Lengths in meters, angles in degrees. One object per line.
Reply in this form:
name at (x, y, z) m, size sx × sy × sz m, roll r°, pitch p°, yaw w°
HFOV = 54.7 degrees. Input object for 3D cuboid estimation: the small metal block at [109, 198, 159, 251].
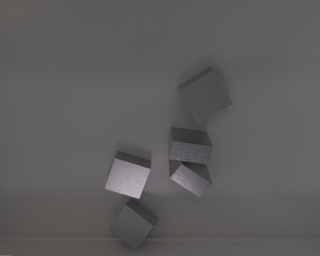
small metal block at (-0.038, 0.141, 0.454) m, size 0.050 × 0.025 × 0.050 m, roll 35°, pitch 107°, yaw 10°

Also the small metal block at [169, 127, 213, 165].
small metal block at (0.038, 0.022, 0.406) m, size 0.050 × 0.050 × 0.025 m, roll 8°, pitch 110°, yaw -3°

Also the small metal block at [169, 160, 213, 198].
small metal block at (0.040, 0.060, 0.420) m, size 0.050 × 0.050 × 0.025 m, roll 35°, pitch 106°, yaw -12°

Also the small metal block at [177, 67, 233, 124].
small metal block at (0.056, -0.042, 0.396) m, size 0.050 × 0.025 × 0.050 m, roll -31°, pitch 107°, yaw 10°

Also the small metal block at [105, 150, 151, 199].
small metal block at (-0.045, 0.065, 0.435) m, size 0.050 × 0.025 × 0.050 m, roll 18°, pitch 109°, yaw -7°
